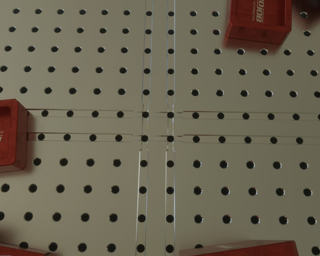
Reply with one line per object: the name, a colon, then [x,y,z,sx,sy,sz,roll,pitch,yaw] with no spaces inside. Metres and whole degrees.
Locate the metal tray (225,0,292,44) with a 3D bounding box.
metal tray: [0.154,-0.198,0.482,0.090,0.030,0.130,8,70,3]

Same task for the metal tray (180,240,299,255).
metal tray: [0.070,0.133,0.308,0.091,0.130,0.030,-7,70,-3]

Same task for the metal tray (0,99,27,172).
metal tray: [-0.245,0.014,0.402,0.131,0.030,0.090,-6,70,-2]

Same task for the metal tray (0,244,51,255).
metal tray: [-0.180,0.195,0.331,0.090,0.030,0.130,12,70,-3]
